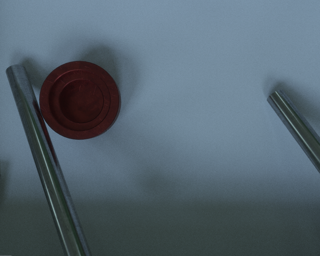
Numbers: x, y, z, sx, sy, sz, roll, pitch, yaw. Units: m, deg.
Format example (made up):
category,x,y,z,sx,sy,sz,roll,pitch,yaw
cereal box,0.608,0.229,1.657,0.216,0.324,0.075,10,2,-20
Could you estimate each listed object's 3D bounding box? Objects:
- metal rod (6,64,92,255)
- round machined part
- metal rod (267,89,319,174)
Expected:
category,x,y,z,sx,sy,sz,roll,pitch,yaw
metal rod,-0.127,0.047,0.355,0.025,0.025,0.299,-27,68,0
round machined part,-0.099,-0.034,0.402,0.099,0.042,0.097,0,90,-1
metal rod,0.216,0.077,0.351,0.025,0.025,0.299,-27,65,0
